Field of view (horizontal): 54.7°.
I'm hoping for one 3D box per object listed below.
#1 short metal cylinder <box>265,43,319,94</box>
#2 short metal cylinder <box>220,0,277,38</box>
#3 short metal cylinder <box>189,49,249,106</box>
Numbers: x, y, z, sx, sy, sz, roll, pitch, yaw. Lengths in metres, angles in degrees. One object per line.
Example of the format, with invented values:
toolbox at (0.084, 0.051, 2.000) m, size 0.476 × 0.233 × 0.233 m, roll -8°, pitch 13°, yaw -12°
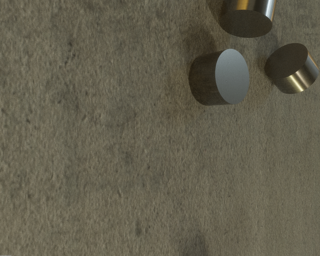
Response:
short metal cylinder at (0.245, -0.110, 0.578) m, size 0.050 × 0.080 × 0.080 m, roll 36°, pitch 68°, yaw -35°
short metal cylinder at (0.139, -0.185, 0.488) m, size 0.080 × 0.080 × 0.050 m, roll 21°, pitch 77°, yaw -38°
short metal cylinder at (0.090, -0.074, 0.466) m, size 0.081 × 0.050 × 0.079 m, roll 0°, pitch 90°, yaw -40°
